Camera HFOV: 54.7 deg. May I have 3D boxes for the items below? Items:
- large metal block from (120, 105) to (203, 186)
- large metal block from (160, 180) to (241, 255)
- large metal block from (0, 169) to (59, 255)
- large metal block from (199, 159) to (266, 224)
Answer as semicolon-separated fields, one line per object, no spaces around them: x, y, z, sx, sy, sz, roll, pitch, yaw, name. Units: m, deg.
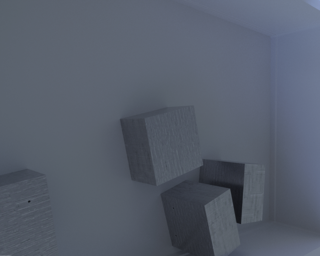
0.004;0.019;0.393;0.081;0.050;0.079;-17;101;-39;large metal block
0.053;0.122;0.416;0.050;0.080;0.080;-21;103;-38;large metal block
-0.143;0.087;0.271;0.081;0.050;0.079;-12;98;-39;large metal block
0.104;0.090;0.458;0.050;0.080;0.080;8;85;-40;large metal block
